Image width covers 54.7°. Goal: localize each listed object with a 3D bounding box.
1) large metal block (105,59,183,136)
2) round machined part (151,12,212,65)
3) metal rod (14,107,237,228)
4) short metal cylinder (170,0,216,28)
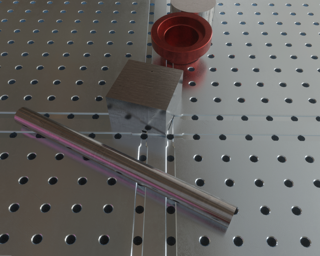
[{"bbox_3d":[-0.018,-0.044,0.428,0.080,0.050,0.080,14,51,11],"label":"large metal block"},{"bbox_3d":[0.035,-0.144,0.513,0.099,0.042,0.098,-1,57,1],"label":"round machined part"},{"bbox_3d":[-0.055,0.039,0.374,0.301,0.025,0.025,23,54,18],"label":"metal rod"},{"bbox_3d":[0.059,-0.209,0.567,0.081,0.050,0.080,0,50,0],"label":"short metal cylinder"}]
